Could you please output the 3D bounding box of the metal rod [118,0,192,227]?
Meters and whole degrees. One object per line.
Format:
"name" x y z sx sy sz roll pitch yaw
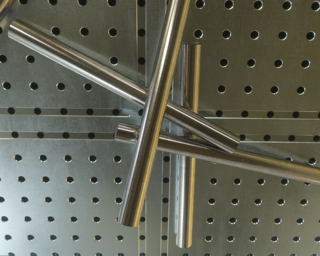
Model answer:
"metal rod" -0.003 -0.036 0.353 0.025 0.025 0.298 13 92 -5

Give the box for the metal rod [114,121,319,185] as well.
"metal rod" 0.091 0.037 0.408 0.302 0.025 0.025 13 110 -14

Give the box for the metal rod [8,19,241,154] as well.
"metal rod" -0.040 -0.048 0.377 0.301 0.025 0.025 28 108 -4

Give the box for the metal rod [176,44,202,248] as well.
"metal rod" 0.037 0.038 0.427 0.025 0.025 0.298 0 110 -1

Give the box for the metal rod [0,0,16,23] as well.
"metal rod" -0.166 -0.165 0.350 0.025 0.025 0.299 40 105 -14
